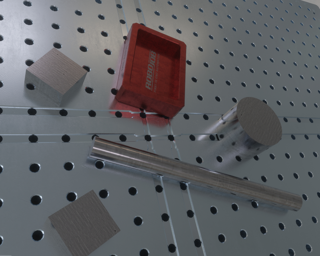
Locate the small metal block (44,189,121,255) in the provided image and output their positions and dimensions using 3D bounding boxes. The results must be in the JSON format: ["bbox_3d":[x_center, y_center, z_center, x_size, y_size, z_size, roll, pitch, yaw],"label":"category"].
[{"bbox_3d":[-0.077,0.098,0.307,0.050,0.025,0.050,-29,78,-38],"label":"small metal block"}]

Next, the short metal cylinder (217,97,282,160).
[{"bbox_3d":[0.133,0.001,0.463,0.081,0.050,0.080,14,56,-21],"label":"short metal cylinder"}]

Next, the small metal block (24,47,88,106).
[{"bbox_3d":[-0.126,-0.063,0.378,0.050,0.025,0.050,36,51,-5],"label":"small metal block"}]

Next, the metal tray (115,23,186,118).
[{"bbox_3d":[-0.009,-0.086,0.451,0.091,0.030,0.130,17,55,-19],"label":"metal tray"}]

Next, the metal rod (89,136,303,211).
[{"bbox_3d":[0.059,0.065,0.400,0.302,0.025,0.025,18,55,-18],"label":"metal rod"}]
